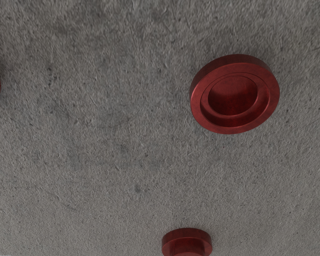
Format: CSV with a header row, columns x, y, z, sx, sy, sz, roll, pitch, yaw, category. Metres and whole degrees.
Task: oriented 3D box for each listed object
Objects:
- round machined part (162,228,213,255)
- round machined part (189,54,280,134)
x,y,z,sx,sy,sz,roll,pitch,yaw,category
0.053,0.238,0.599,0.099,0.042,0.097,0,130,0,round machined part
0.083,-0.042,0.361,0.099,0.042,0.097,0,130,0,round machined part
